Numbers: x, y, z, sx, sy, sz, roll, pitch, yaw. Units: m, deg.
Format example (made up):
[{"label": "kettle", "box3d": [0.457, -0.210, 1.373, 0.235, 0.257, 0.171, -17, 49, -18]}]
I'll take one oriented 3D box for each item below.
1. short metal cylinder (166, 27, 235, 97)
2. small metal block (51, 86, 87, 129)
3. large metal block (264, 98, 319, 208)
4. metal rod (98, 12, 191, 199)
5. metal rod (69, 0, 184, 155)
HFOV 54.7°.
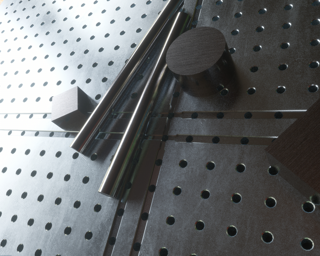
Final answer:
[{"label": "short metal cylinder", "box3d": [0.055, -0.088, 0.417, 0.080, 0.050, 0.080, -13, 56, 20]}, {"label": "small metal block", "box3d": [-0.147, -0.034, 0.504, 0.050, 0.025, 0.050, -22, 54, 15]}, {"label": "large metal block", "box3d": [0.161, 0.028, 0.291, 0.080, 0.050, 0.080, -43, 51, -2]}, {"label": "metal rod", "box3d": [-0.014, -0.046, 0.442, 0.025, 0.025, 0.300, 9, 66, 31]}, {"label": "metal rod", "box3d": [-0.046, -0.091, 0.486, 0.025, 0.025, 0.300, 21, 72, 35]}]
